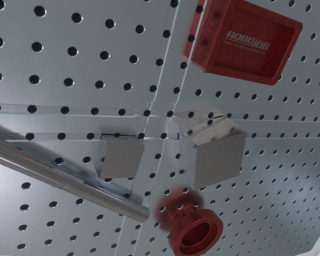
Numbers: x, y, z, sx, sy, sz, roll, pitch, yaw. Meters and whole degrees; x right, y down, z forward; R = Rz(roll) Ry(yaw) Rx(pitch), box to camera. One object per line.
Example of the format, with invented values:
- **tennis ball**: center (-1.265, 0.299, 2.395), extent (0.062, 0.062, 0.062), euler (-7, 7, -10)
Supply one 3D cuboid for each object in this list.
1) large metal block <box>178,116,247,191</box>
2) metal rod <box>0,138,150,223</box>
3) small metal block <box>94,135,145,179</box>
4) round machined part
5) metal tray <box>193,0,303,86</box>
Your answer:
- **large metal block**: center (0.075, 0.036, 0.459), extent (0.081, 0.050, 0.079), euler (-14, 124, -21)
- **metal rod**: center (-0.119, 0.065, 0.386), extent (0.025, 0.025, 0.301), euler (-48, 129, 6)
- **small metal block**: center (-0.053, 0.038, 0.406), extent (0.050, 0.025, 0.050), euler (4, 117, -30)
- **round machined part**: center (0.058, 0.179, 0.543), extent (0.099, 0.042, 0.097), euler (-14, 124, -21)
- **metal tray**: center (0.116, -0.110, 0.403), extent (0.131, 0.030, 0.089), euler (5, 116, -31)
